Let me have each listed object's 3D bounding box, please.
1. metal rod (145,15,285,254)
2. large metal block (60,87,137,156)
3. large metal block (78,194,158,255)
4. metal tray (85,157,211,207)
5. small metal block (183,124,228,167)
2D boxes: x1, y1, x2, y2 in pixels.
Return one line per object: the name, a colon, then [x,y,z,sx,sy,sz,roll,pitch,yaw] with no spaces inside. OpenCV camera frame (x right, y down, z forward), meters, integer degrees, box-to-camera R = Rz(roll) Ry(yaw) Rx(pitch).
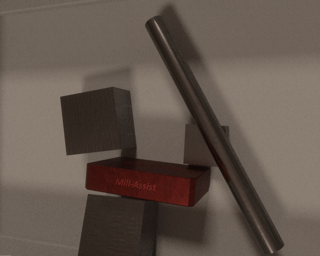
metal rod: [0.058,0.000,0.362,0.025,0.025,0.299,-29,80,17]
large metal block: [-0.084,-0.008,0.425,0.080,0.050,0.080,-8,88,19]
large metal block: [-0.053,0.132,0.405,0.080,0.050,0.080,2,76,19]
metal tray: [-0.012,0.061,0.379,0.130,0.090,0.030,5,92,19]
small metal block: [0.058,0.021,0.389,0.050,0.025,0.050,3,91,19]
